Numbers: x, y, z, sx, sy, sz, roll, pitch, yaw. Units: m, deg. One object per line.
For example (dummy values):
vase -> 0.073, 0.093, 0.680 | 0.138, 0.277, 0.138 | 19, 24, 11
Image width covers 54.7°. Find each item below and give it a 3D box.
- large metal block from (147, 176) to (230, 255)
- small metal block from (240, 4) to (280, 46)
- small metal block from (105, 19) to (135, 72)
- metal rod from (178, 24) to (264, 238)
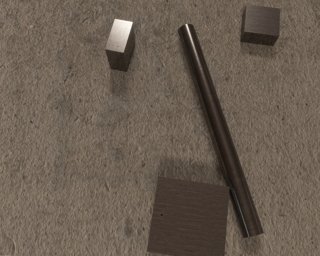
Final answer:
large metal block -> 0.032, 0.105, 0.357 | 0.080, 0.050, 0.080 | 8, 70, 2
small metal block -> 0.151, -0.155, 0.467 | 0.050, 0.025, 0.050 | 8, 70, 2
small metal block -> -0.055, -0.115, 0.436 | 0.025, 0.050, 0.050 | 12, 70, 4
metal rod -> 0.074, -0.010, 0.412 | 0.025, 0.025, 0.299 | -13, 71, -5
